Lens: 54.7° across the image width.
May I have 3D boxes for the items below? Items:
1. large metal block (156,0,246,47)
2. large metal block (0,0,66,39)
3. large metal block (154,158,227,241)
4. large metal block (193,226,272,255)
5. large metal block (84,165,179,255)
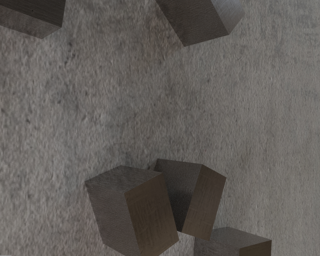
[{"bbox_3d":[0.053,-0.164,0.415,0.080,0.080,0.050,52,59,-28],"label":"large metal block"},{"bbox_3d":[-0.132,-0.137,0.279,0.081,0.050,0.080,11,83,-40],"label":"large metal block"},{"bbox_3d":[0.028,0.088,0.395,0.050,0.080,0.080,31,71,-36],"label":"large metal block"},{"bbox_3d":[0.108,0.187,0.462,0.081,0.080,0.050,7,86,-40],"label":"large metal block"},{"bbox_3d":[-0.032,0.091,0.344,0.050,0.080,0.079,-22,104,-38],"label":"large metal block"}]
